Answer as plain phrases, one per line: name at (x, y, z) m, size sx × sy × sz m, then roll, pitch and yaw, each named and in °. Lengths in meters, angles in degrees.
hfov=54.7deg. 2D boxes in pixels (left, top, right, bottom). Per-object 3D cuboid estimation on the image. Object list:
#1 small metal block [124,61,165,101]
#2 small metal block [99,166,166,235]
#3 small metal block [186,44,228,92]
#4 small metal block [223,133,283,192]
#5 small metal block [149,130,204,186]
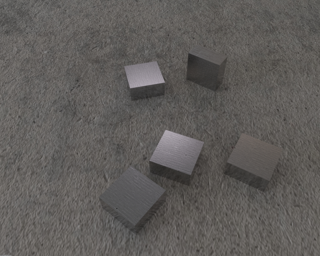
small metal block at (-0.023, -0.071, 0.462) m, size 0.050 × 0.025 × 0.050 m, roll -11°, pitch 51°, yaw -9°
small metal block at (-0.029, 0.078, 0.338) m, size 0.050 × 0.025 × 0.050 m, roll 31°, pitch 57°, yaw 23°
small metal block at (0.069, -0.089, 0.462) m, size 0.050 × 0.050 × 0.025 m, roll 27°, pitch 55°, yaw 21°
small metal block at (0.111, 0.040, 0.370) m, size 0.050 × 0.025 × 0.050 m, roll 24°, pitch 54°, yaw 19°
small metal block at (0.021, 0.035, 0.374) m, size 0.050 × 0.025 × 0.050 m, roll 18°, pitch 52°, yaw 14°
